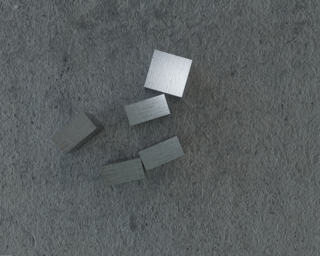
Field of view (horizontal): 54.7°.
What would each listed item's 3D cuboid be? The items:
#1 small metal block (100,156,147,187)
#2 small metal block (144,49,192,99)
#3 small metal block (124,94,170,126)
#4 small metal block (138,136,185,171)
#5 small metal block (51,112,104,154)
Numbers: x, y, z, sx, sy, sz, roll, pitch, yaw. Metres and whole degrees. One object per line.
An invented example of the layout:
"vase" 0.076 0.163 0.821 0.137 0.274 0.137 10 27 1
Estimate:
"small metal block" -0.045 0.053 0.397 0.050 0.050 0.025 -13 91 0
"small metal block" 0.011 -0.070 0.410 0.050 0.025 0.050 16 90 0
"small metal block" -0.015 -0.022 0.397 0.050 0.050 0.025 -18 90 0
"small metal block" 0.002 0.031 0.397 0.050 0.050 0.025 -23 90 0
"small metal block" -0.103 0.006 0.397 0.050 0.050 0.025 -39 90 0
